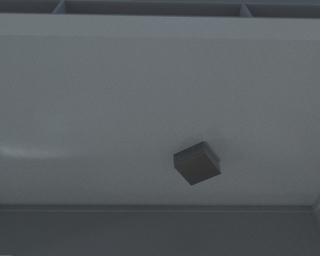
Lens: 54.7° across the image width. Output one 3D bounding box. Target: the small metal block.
[{"bbox_3d":[0.055,0.053,0.455,0.050,0.025,0.050,-26,126,20],"label":"small metal block"}]
